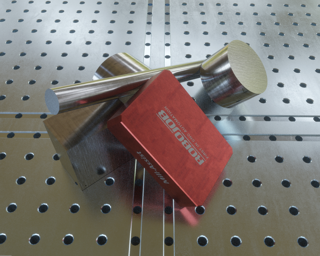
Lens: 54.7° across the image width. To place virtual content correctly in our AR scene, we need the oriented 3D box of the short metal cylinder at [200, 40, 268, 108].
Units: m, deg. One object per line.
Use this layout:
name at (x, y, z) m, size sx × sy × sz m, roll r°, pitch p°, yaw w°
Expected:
short metal cylinder at (0.102, -0.073, 0.429) m, size 0.081 × 0.050 × 0.080 m, roll 17°, pitch 60°, yaw -33°

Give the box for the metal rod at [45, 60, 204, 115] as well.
metal rod at (0.001, -0.064, 0.392) m, size 0.025 × 0.025 × 0.302 m, roll 39°, pitch 39°, yaw 27°

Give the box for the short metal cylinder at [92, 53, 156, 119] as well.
short metal cylinder at (-0.044, -0.053, 0.416) m, size 0.080 × 0.080 × 0.050 m, roll -36°, pitch 59°, yaw -27°

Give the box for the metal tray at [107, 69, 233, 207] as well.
metal tray at (0.017, 0.012, 0.343) m, size 0.130 × 0.030 × 0.090 m, roll 49°, pitch 55°, yaw -15°

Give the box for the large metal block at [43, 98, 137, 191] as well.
large metal block at (-0.076, 0.014, 0.359) m, size 0.081 × 0.080 × 0.050 m, roll -33°, pitch 58°, yaw -25°
